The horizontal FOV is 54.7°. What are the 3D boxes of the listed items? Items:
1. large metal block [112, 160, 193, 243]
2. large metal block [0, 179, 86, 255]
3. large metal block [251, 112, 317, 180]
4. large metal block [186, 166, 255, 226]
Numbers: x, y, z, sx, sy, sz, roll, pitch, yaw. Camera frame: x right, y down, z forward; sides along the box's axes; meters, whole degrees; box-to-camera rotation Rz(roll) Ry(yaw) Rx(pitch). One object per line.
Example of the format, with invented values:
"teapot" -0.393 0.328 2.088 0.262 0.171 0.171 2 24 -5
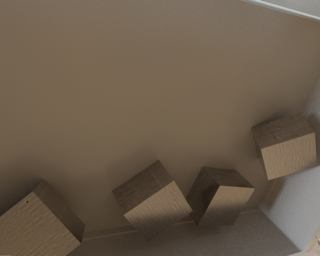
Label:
"large metal block" -0.010 0.107 0.453 0.080 0.050 0.080 -34 129 -6
"large metal block" -0.148 0.122 0.365 0.080 0.050 0.080 -39 100 -3
"large metal block" 0.202 0.031 0.505 0.080 0.050 0.080 -19 129 10
"large metal block" 0.097 0.115 0.516 0.081 0.050 0.079 11 113 -33
